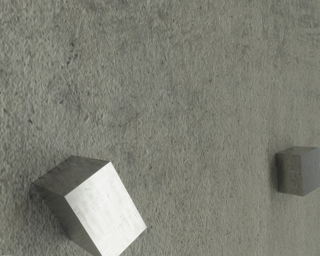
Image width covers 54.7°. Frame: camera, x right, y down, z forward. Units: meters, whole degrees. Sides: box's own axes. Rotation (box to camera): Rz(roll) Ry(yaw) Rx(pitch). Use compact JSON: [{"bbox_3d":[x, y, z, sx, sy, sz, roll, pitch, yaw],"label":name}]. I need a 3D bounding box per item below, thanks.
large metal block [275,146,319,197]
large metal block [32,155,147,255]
[{"bbox_3d":[0.279,0.084,0.622,0.081,0.050,0.079,-10,97,-40],"label":"large metal block"},{"bbox_3d":[-0.071,0.077,0.309,0.050,0.080,0.080,-38,114,-33],"label":"large metal block"}]
